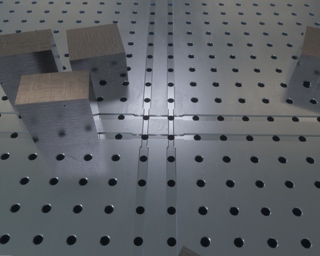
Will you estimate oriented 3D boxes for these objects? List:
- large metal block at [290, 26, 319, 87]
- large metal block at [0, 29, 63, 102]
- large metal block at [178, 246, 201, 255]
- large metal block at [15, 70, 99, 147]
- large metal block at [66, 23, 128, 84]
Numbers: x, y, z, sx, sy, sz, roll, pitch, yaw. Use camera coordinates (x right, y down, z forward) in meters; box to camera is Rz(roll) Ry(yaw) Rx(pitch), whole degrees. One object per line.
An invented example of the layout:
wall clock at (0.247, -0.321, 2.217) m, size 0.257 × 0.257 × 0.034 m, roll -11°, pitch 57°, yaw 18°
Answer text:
large metal block at (0.258, -0.108, 0.484) m, size 0.080 × 0.050 × 0.080 m, roll 18°, pitch 52°, yaw 14°
large metal block at (-0.187, -0.089, 0.446) m, size 0.081 × 0.080 × 0.050 m, roll -10°, pitch 51°, yaw -8°
large metal block at (0.035, 0.161, 0.256) m, size 0.080 × 0.050 × 0.080 m, roll 24°, pitch 54°, yaw 19°
large metal block at (-0.123, -0.023, 0.391) m, size 0.080 × 0.080 × 0.050 m, roll -6°, pitch 50°, yaw -5°
large metal block at (-0.099, -0.117, 0.489) m, size 0.081 × 0.050 × 0.080 m, roll -11°, pitch 51°, yaw -9°
